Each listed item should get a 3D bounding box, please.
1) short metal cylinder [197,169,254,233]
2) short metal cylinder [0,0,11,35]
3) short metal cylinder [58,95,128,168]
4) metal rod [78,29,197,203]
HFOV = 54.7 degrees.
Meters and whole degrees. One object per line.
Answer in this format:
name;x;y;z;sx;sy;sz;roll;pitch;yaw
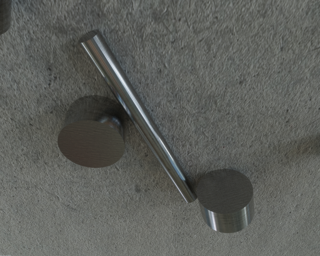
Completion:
short metal cylinder;0.099;0.108;0.464;0.080;0.080;0.050;-10;130;8
short metal cylinder;-0.173;-0.120;0.267;0.081;0.080;0.050;15;129;-13
short metal cylinder;-0.083;0.005;0.394;0.081;0.050;0.079;0;130;0
metal rod;-0.013;0.007;0.412;0.025;0.025;0.299;-19;128;15
